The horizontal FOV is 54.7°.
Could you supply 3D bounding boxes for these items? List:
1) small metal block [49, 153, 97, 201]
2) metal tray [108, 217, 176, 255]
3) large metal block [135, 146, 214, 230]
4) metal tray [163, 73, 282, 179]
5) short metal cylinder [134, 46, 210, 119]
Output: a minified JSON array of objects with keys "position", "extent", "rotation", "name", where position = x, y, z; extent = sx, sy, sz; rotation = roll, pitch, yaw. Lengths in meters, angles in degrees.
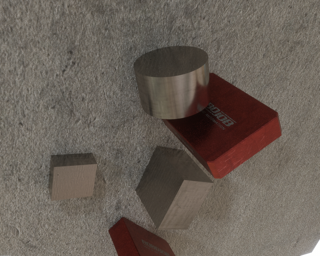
[{"position":[-0.109,0.060,0.385],"extent":[0.050,0.025,0.050],"rotation":[-1,119,-28],"name":"small metal block"},{"position":[-0.015,0.200,0.480],"extent":[0.030,0.090,0.130],"rotation":[-44,129,2],"name":"metal tray"},{"position":[0.017,0.082,0.432],"extent":[0.050,0.080,0.079],"rotation":[13,112,-34],"name":"large metal block"},{"position":[0.064,-0.010,0.368],"extent":[0.090,0.130,0.030],"rotation":[-34,129,-6],"name":"metal tray"},{"position":[0.015,-0.053,0.347],"extent":[0.081,0.080,0.050],"rotation":[-21,127,-16],"name":"short metal cylinder"}]
